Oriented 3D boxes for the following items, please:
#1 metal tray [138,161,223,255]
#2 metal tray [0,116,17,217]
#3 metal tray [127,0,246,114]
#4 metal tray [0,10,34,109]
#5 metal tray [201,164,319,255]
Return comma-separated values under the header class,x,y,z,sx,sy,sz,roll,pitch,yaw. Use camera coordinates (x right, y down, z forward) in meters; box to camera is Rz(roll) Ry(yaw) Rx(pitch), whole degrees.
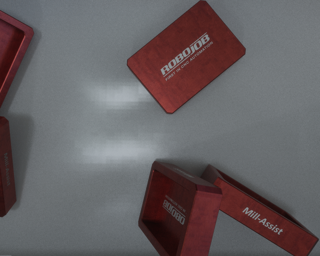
class,x,y,z,sx,sy,sz,roll,pitch,yaw
metal tray,0.016,0.095,0.358,0.030,0.130,0.090,14,90,-21
metal tray,-0.233,0.045,0.381,0.091,0.030,0.129,7,115,0
metal tray,0.034,-0.091,0.409,0.130,0.030,0.090,-39,90,0
metal tray,-0.224,-0.085,0.377,0.030,0.090,0.129,24,90,38
metal tray,0.112,0.097,0.378,0.130,0.090,0.030,32,94,0
